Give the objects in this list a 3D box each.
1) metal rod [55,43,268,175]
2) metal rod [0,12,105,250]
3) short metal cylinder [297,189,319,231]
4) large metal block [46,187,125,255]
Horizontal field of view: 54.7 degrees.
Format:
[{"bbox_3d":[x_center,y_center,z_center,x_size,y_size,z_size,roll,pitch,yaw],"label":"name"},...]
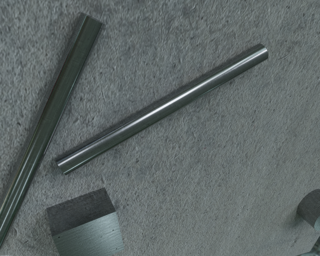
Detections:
[{"bbox_3d":[0.010,-0.029,0.396,0.301,0.025,0.025,-30,129,-9],"label":"metal rod"},{"bbox_3d":[-0.136,0.018,0.343,0.025,0.025,0.298,18,109,-36],"label":"metal rod"},{"bbox_3d":[0.365,0.187,0.711,0.081,0.050,0.079,-14,125,-21],"label":"short metal cylinder"},{"bbox_3d":[-0.100,0.139,0.423,0.081,0.050,0.079,-18,126,-19],"label":"large metal block"}]
